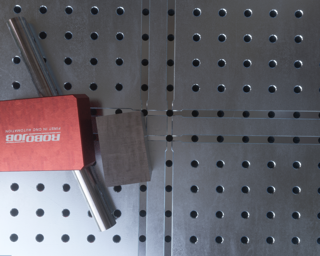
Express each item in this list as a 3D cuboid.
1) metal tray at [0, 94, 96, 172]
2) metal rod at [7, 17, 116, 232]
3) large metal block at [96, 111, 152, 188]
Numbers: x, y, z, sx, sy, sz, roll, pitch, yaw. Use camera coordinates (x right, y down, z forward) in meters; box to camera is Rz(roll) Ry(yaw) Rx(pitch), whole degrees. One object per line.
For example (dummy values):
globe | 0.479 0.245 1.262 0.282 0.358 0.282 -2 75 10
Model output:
metal tray | -0.151 0.007 0.389 0.130 0.030 0.089 -3 96 15
metal rod | -0.130 -0.005 0.412 0.025 0.025 0.299 -24 90 0
large metal block | -0.041 0.023 0.385 0.050 0.080 0.080 -8 90 0
